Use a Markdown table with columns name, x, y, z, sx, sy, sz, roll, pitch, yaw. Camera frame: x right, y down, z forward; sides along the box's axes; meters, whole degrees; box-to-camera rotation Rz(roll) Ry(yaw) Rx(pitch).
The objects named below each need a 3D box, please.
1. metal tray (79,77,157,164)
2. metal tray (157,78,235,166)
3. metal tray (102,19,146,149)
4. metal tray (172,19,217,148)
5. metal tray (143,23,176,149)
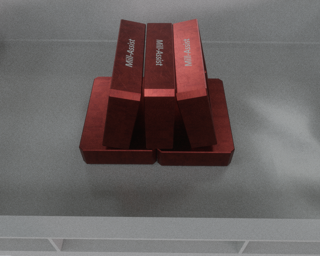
| name | x | y | z | sx | sy | sz | roll | pitch | yaw |
| --- | --- | --- | --- | --- | --- | --- | --- | --- | --- |
| metal tray | -0.049 | -0.014 | 0.410 | 0.091 | 0.030 | 0.130 | 1 | 50 | 0 |
| metal tray | 0.043 | -0.012 | 0.410 | 0.091 | 0.030 | 0.130 | 1 | 50 | 0 |
| metal tray | -0.041 | -0.052 | 0.362 | 0.030 | 0.089 | 0.130 | 8 | 49 | -10 |
| metal tray | 0.040 | -0.053 | 0.364 | 0.030 | 0.090 | 0.130 | -9 | 49 | 11 |
| metal tray | 0.000 | -0.051 | 0.363 | 0.030 | 0.089 | 0.130 | 0 | 48 | 0 |
